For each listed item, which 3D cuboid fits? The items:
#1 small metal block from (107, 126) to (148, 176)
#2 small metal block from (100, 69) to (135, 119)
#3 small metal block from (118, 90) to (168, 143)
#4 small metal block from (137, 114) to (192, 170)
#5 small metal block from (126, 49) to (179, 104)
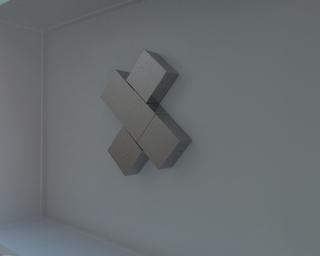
[{"bbox_3d":[-0.042,0.032,0.439,0.050,0.025,0.050,50,120,28],"label":"small metal block"},{"bbox_3d":[-0.054,-0.048,0.449,0.050,0.025,0.050,49,119,29],"label":"small metal block"},{"bbox_3d":[-0.025,-0.016,0.424,0.050,0.025,0.050,49,119,29],"label":"small metal block"},{"bbox_3d":[0.004,0.018,0.400,0.050,0.025,0.050,49,119,29],"label":"small metal block"},{"bbox_3d":[-0.011,-0.068,0.413,0.050,0.025,0.050,49,118,28],"label":"small metal block"}]
